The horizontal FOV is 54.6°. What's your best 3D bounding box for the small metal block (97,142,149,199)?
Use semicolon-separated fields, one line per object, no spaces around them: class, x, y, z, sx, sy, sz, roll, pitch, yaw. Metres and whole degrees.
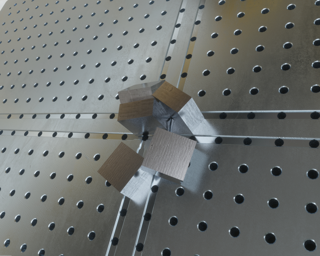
small metal block;-0.044;0.053;0.400;0.050;0.025;0.050;32;79;38

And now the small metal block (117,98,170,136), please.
small metal block;-0.020;-0.013;0.411;0.050;0.050;0.025;-8;62;24

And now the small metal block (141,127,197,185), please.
small metal block;0.010;0.033;0.369;0.050;0.025;0.050;20;70;3

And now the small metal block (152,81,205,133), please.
small metal block;0.024;-0.027;0.397;0.025;0.050;0.050;-47;51;-5

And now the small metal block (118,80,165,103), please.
small metal block;-0.022;-0.047;0.432;0.050;0.025;0.050;-5;16;25
